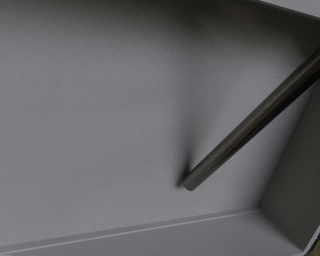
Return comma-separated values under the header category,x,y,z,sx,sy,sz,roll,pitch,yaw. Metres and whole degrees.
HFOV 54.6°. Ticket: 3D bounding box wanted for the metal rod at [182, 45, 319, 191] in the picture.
category,x,y,z,sx,sy,sz,roll,pitch,yaw
metal rod,0.116,-0.003,0.395,0.025,0.025,0.298,7,138,-32
